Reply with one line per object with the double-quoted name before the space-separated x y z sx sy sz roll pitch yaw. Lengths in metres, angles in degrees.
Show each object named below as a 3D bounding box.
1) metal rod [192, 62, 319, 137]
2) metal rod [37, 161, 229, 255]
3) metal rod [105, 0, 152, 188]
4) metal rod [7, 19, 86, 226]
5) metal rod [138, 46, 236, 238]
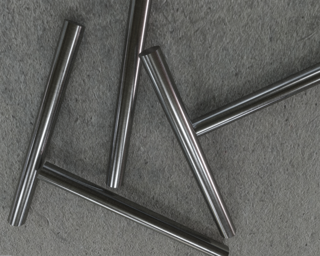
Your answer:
"metal rod" 0.160 -0.051 0.392 0.301 0.025 0.025 -25 108 8
"metal rod" -0.029 0.125 0.447 0.301 0.025 0.025 29 108 -13
"metal rod" -0.038 -0.060 0.387 0.025 0.025 0.298 10 110 -4
"metal rod" -0.156 0.007 0.410 0.025 0.025 0.298 21 109 -8
"metal rod" 0.046 0.037 0.400 0.025 0.025 0.299 -22 118 8
